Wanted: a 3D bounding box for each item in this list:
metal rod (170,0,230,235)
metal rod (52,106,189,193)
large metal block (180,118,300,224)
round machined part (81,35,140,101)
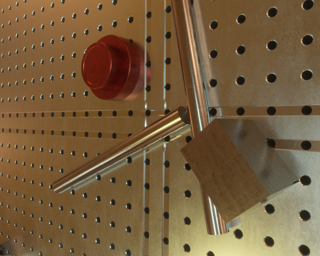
[{"bbox_3d":[0.045,-0.028,0.370,0.025,0.025,0.298,-14,81,39],"label":"metal rod"},{"bbox_3d":[-0.075,0.045,0.468,0.299,0.025,0.025,-30,72,35],"label":"metal rod"},{"bbox_3d":[0.080,0.038,0.307,0.050,0.081,0.080,-46,63,30],"label":"large metal block"},{"bbox_3d":[-0.080,-0.090,0.462,0.098,0.042,0.097,0,90,39],"label":"round machined part"}]
